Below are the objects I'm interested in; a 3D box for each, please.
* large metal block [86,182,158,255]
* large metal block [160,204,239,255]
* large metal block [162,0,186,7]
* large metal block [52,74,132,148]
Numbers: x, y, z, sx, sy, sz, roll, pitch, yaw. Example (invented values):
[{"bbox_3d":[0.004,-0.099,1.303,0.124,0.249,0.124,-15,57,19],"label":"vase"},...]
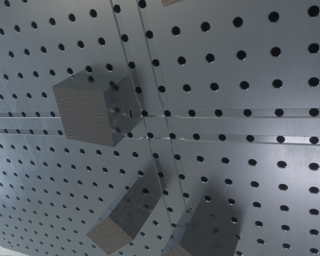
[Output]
[{"bbox_3d":[-0.061,0.146,0.499,0.050,0.080,0.080,44,129,-2],"label":"large metal block"},{"bbox_3d":[0.059,0.174,0.452,0.080,0.080,0.050,41,129,0],"label":"large metal block"},{"bbox_3d":[0.036,-0.163,0.275,0.080,0.050,0.080,-4,116,30],"label":"large metal block"},{"bbox_3d":[-0.090,-0.026,0.427,0.080,0.050,0.080,9,122,24],"label":"large metal block"}]
